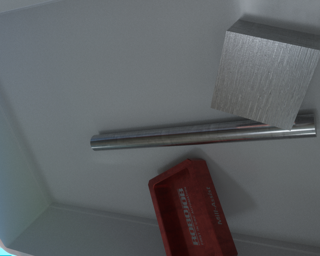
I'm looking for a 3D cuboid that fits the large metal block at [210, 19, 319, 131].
[{"bbox_3d":[0.102,-0.054,0.305,0.080,0.050,0.079,18,126,17],"label":"large metal block"}]

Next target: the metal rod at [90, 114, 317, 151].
[{"bbox_3d":[0.032,0.010,0.396,0.300,0.025,0.025,-6,116,30],"label":"metal rod"}]

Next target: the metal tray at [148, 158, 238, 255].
[{"bbox_3d":[0.038,0.116,0.408,0.090,0.030,0.130,-36,61,38],"label":"metal tray"}]

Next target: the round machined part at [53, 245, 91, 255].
[{"bbox_3d":[-0.186,0.298,0.679,0.098,0.042,0.097,13,124,20],"label":"round machined part"}]
